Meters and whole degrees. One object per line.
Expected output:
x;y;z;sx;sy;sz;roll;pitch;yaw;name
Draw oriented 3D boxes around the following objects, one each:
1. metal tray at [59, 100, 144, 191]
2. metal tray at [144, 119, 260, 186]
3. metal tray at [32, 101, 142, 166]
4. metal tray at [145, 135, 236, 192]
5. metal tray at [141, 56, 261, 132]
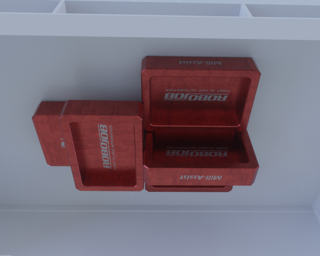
-0.065;0.027;0.385;0.091;0.030;0.129;1;130;-1;metal tray
0.047;0.028;0.387;0.131;0.090;0.030;1;130;-1;metal tray
-0.089;0.010;0.409;0.131;0.030;0.089;0;130;-1;metal tray
0.044;0.054;0.450;0.131;0.030;0.089;0;130;-1;metal tray
0.044;-0.038;0.372;0.131;0.030;0.089;0;130;-1;metal tray
